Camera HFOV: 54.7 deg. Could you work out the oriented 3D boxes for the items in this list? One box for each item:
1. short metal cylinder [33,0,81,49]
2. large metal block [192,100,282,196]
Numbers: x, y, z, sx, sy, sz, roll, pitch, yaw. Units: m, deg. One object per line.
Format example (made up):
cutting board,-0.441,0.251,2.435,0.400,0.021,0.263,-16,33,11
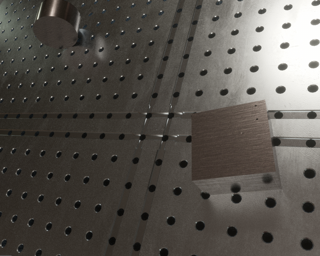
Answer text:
short metal cylinder,-0.196,-0.199,0.595,0.080,0.080,0.050,-14,56,20
large metal block,0.081,0.023,0.335,0.080,0.050,0.080,-10,57,22
